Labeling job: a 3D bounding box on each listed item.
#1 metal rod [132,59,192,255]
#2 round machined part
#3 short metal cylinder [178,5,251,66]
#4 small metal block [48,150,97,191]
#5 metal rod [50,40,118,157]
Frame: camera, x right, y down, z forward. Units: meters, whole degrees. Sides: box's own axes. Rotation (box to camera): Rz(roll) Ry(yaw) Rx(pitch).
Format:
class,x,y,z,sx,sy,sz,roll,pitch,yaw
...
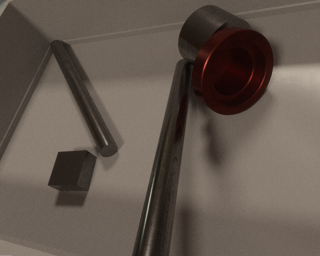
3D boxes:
class,x,y,z,sx,sy,sz,roll,pitch,yaw
metal rod,0.014,0.003,0.324,0.025,0.025,0.300,-14,33,20
round machined part,0.079,-0.067,0.361,0.098,0.098,0.042,-43,36,-2
short metal cylinder,0.071,-0.110,0.400,0.080,0.080,0.050,-42,51,-1
small metal block,-0.121,0.060,0.431,0.050,0.025,0.050,-5,59,25
metal rod,-0.136,-0.065,0.514,0.025,0.025,0.300,-37,51,3
